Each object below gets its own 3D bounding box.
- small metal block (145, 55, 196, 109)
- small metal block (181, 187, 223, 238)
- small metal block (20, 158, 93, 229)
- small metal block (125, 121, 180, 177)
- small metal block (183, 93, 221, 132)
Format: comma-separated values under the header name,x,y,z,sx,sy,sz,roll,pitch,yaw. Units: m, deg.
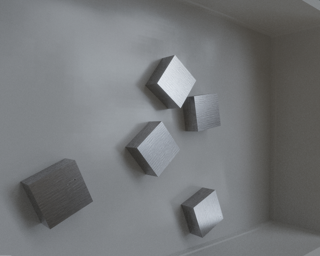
name,x,y,z,sx,sy,sz,roll,pitch,yaw
small metal block,0.016,-0.061,0.419,0.050,0.025,0.050,44,64,-31
small metal block,0.063,0.124,0.460,0.050,0.025,0.050,-28,108,-36
small metal block,-0.105,0.066,0.319,0.050,0.025,0.050,-30,109,-36
small metal block,-0.008,0.026,0.400,0.050,0.025,0.050,-48,119,-29
small metal block,0.062,-0.024,0.458,0.050,0.025,0.050,-13,98,-39
